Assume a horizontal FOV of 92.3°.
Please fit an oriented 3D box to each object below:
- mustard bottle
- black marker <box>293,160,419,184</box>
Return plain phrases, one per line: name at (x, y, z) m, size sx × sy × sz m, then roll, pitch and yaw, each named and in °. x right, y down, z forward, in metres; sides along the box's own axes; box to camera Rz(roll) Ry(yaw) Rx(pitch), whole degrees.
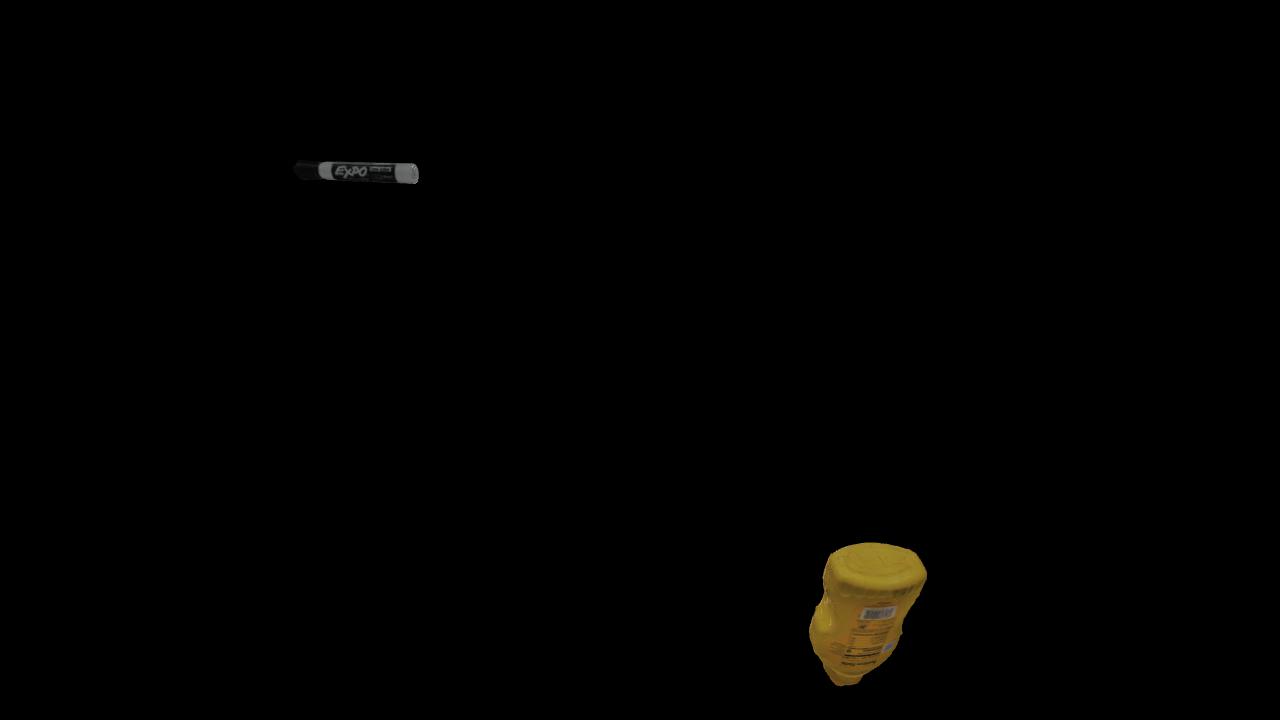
mustard bottle at (0.216, 0.265, 0.613) m, size 0.092 × 0.184 × 0.054 m, roll -4°, pitch 32°, yaw -10°
black marker at (-0.274, -0.180, 0.590) m, size 0.121 × 0.020 × 0.020 m, roll 4°, pitch 0°, yaw 6°
